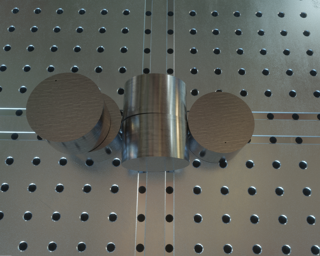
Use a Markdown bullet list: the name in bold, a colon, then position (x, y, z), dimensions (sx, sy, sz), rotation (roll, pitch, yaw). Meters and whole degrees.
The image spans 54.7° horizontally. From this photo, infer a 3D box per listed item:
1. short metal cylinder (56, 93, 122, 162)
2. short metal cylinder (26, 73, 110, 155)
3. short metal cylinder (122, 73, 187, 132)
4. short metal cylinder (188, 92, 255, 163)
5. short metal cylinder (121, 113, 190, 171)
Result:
- **short metal cylinder**: position (-0.087, -0.001, 0.398), dimensions (0.081, 0.050, 0.080), rotation (0, 70, 0)
- **short metal cylinder**: position (-0.100, -0.015, 0.348), dimensions (0.081, 0.050, 0.080), rotation (0, 70, 0)
- **short metal cylinder**: position (-0.006, -0.028, 0.393), dimensions (0.081, 0.080, 0.050), rotation (1, 71, 0)
- **short metal cylinder**: position (0.074, 0.000, 0.398), dimensions (0.081, 0.050, 0.080), rotation (0, 70, 0)
- **short metal cylinder**: position (-0.006, 0.020, 0.375), dimensions (0.081, 0.080, 0.050), rotation (-1, 70, -1)
